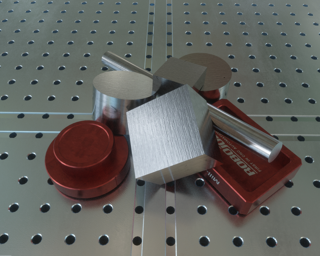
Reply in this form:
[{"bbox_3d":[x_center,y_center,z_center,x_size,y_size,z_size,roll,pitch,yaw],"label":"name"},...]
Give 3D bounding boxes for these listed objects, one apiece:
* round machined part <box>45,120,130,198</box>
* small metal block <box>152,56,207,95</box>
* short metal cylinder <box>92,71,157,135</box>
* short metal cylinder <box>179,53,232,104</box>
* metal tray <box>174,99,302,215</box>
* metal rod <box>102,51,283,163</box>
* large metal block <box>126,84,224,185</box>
[{"bbox_3d":[-0.086,0.029,0.366,0.099,0.042,0.098,0,50,0],"label":"round machined part"},{"bbox_3d":[0.025,-0.060,0.385,0.050,0.025,0.050,21,45,17],"label":"small metal block"},{"bbox_3d":[-0.046,-0.035,0.401,0.081,0.050,0.080,7,33,-4],"label":"short metal cylinder"},{"bbox_3d":[0.057,-0.062,0.440,0.081,0.050,0.080,0,50,0],"label":"short metal cylinder"},{"bbox_3d":[0.089,0.028,0.376,0.091,0.030,0.130,-29,56,-23],"label":"metal tray"},{"bbox_3d":[0.018,-0.043,0.407,0.025,0.025,0.300,-35,49,-26],"label":"metal rod"},{"bbox_3d":[0.015,0.010,0.344,0.080,0.050,0.080,-23,62,24],"label":"large metal block"}]
